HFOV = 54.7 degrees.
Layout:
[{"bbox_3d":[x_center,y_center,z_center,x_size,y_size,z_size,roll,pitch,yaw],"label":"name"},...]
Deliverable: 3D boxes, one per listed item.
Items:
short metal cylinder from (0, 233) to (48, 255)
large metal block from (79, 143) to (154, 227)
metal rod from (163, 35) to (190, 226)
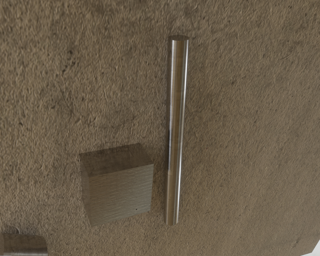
[{"bbox_3d":[-0.180,0.172,0.380,0.050,0.080,0.080,20,108,-36],"label":"short metal cylinder"},{"bbox_3d":[-0.057,0.072,0.404,0.081,0.050,0.079,-10,123,-24],"label":"large metal block"},{"bbox_3d":[0.020,0.024,0.432,0.025,0.025,0.298,-13,124,-21],"label":"metal rod"}]
